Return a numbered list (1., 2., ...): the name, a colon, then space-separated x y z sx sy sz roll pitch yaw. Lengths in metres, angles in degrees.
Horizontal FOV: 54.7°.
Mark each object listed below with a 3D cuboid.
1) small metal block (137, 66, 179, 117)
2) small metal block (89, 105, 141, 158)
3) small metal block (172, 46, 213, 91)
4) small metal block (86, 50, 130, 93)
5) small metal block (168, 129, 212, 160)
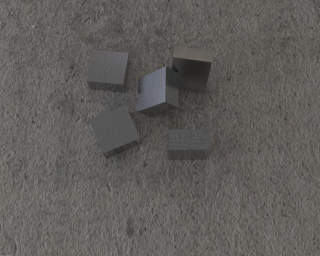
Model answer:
1. small metal block: -0.003 -0.047 0.411 0.050 0.025 0.050 -16 64 40
2. small metal block: -0.058 0.005 0.406 0.050 0.025 0.050 -23 72 -8
3. small metal block: 0.042 -0.080 0.421 0.050 0.050 0.025 8 50 3
4. small metal block: -0.072 -0.080 0.437 0.050 0.025 0.050 6 70 2
5. small metal block: 0.035 0.022 0.387 0.050 0.050 0.025 0 70 0
